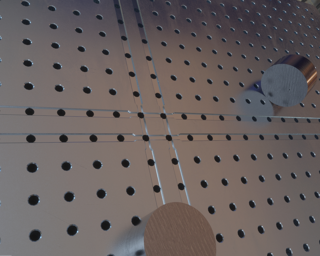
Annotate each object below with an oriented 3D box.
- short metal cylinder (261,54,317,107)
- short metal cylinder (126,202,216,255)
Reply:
[{"bbox_3d":[0.229,-0.084,0.551,0.080,0.080,0.050,49,51,5],"label":"short metal cylinder"},{"bbox_3d":[0.011,0.124,0.324,0.081,0.050,0.080,14,56,-21],"label":"short metal cylinder"}]
